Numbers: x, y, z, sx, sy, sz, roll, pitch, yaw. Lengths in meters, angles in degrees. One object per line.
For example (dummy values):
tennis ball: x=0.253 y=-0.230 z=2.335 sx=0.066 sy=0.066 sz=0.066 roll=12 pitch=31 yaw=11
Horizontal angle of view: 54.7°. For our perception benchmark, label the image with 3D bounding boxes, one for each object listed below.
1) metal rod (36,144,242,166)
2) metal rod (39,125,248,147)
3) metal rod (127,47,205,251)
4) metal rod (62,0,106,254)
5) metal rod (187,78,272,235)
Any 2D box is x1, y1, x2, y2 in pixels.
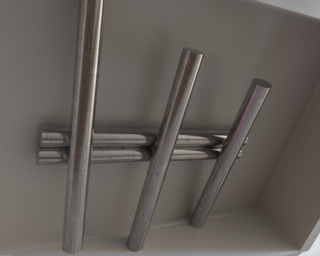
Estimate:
metal rod: x=-0.008 y=0.034 z=0.426 sx=0.303 sy=0.025 sz=0.025 roll=2 pitch=118 yaw=-30
metal rod: x=-0.001 y=0.013 z=0.416 sx=0.303 sy=0.025 sz=0.025 roll=2 pitch=118 yaw=-30
metal rod: x=0.000 y=0.045 z=0.404 sx=0.025 sy=0.025 sz=0.298 roll=1 pitch=118 yaw=-30
metal rod: x=-0.085 y=0.007 z=0.335 sx=0.025 sy=0.025 sz=0.298 roll=-1 pitch=111 yaw=-29
metal rod: x=0.094 y=0.063 z=0.470 sx=0.025 sy=0.025 sz=0.298 roll=-4 pitch=129 yaw=-27
